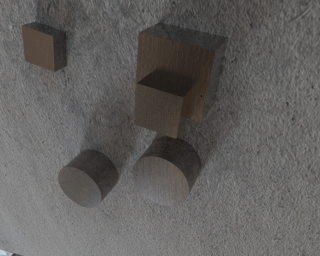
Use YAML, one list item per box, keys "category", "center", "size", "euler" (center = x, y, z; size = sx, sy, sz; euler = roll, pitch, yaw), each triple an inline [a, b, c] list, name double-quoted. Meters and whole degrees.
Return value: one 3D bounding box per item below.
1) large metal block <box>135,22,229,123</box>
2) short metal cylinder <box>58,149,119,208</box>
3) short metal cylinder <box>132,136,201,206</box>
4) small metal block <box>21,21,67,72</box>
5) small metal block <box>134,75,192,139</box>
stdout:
- category: "large metal block"
  center: [0.022, -0.063, 0.340]
  size: [0.080, 0.050, 0.079]
  euler: [18, 126, 17]
- category: "short metal cylinder"
  center: [-0.115, 0.081, 0.499]
  size: [0.080, 0.050, 0.079]
  euler: [13, 124, 20]
- category: "short metal cylinder"
  center: [0.010, 0.058, 0.420]
  size: [0.080, 0.050, 0.079]
  euler: [13, 124, 20]
- category: "small metal block"
  center: [-0.156, -0.110, 0.419]
  size: [0.050, 0.025, 0.050]
  euler: [21, 126, 15]
- category: "small metal block"
  center: [0.002, -0.023, 0.326]
  size: [0.050, 0.025, 0.050]
  euler: [19, 126, 16]
